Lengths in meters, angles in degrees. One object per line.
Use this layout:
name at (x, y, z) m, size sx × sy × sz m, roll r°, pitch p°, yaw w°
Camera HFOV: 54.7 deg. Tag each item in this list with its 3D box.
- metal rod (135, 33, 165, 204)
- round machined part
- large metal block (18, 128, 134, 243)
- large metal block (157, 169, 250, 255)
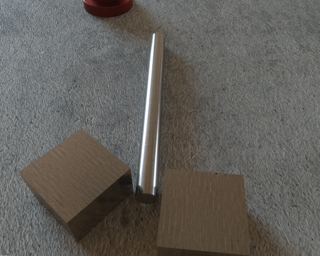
metal rod at (-0.009, -0.037, 0.434) m, size 0.025 × 0.025 × 0.300 m, roll 2°, pitch 50°, yaw 1°
round machined part at (-0.104, -0.264, 0.613) m, size 0.099 × 0.042 × 0.098 m, roll 0°, pitch 50°, yaw 0°
large metal block at (-0.087, 0.059, 0.336) m, size 0.080 × 0.050 × 0.080 m, roll 35°, pitch 58°, yaw 25°
large metal block at (0.041, 0.091, 0.311) m, size 0.080 × 0.050 × 0.080 m, roll 4°, pitch 50°, yaw 3°
